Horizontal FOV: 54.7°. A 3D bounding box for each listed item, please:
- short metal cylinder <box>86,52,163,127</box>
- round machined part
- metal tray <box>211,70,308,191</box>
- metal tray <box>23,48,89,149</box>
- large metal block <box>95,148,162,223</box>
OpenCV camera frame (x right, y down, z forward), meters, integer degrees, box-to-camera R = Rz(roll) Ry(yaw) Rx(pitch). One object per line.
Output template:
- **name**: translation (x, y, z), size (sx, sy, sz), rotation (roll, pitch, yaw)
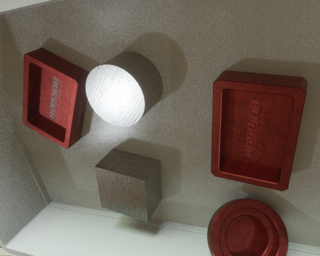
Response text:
- **short metal cylinder**: translation (-0.044, -0.048, 0.384), size (0.080, 0.050, 0.079), rotation (13, 124, 20)
- **round machined part**: translation (0.110, 0.142, 0.404), size (0.098, 0.098, 0.042), rotation (35, 168, 4)
- **metal tray**: translation (0.107, 0.004, 0.351), size (0.090, 0.030, 0.129), rotation (10, 123, 22)
- **metal tray**: translation (-0.157, -0.041, 0.460), size (0.090, 0.030, 0.129), rotation (28, 128, 10)
- **large metal block**: translation (-0.045, 0.085, 0.467), size (0.080, 0.050, 0.079), rotation (12, 124, 21)
